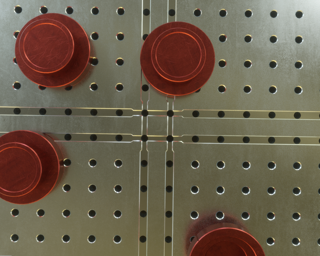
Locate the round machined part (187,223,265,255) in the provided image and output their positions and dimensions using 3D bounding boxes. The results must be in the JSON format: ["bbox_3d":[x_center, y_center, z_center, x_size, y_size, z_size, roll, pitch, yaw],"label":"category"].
[{"bbox_3d":[0.084,0.172,0.406,0.099,0.042,0.097,0,90,0],"label":"round machined part"}]

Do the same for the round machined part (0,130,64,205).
[{"bbox_3d":[-0.181,0.052,0.404,0.099,0.042,0.097,0,90,0],"label":"round machined part"}]

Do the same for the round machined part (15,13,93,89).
[{"bbox_3d":[-0.141,-0.102,0.404,0.099,0.042,0.097,0,90,0],"label":"round machined part"}]

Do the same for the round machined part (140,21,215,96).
[{"bbox_3d":[0.023,-0.091,0.405,0.099,0.042,0.097,0,90,0],"label":"round machined part"}]
